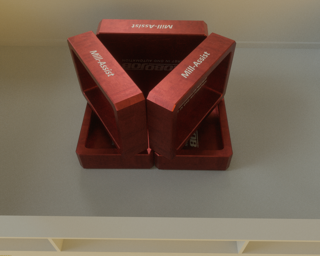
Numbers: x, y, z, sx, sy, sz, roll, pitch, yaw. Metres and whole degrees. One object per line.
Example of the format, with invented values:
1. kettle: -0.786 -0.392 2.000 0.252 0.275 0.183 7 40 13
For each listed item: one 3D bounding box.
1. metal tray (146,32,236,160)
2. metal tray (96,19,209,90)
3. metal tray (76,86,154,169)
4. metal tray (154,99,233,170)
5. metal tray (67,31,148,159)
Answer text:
1. metal tray: 0.037 -0.037 0.352 0.030 0.090 0.131 29 56 22
2. metal tray: -0.009 -0.090 0.396 0.131 0.090 0.030 1 51 1
3. metal tray: -0.052 -0.009 0.408 0.091 0.030 0.130 0 49 0
4. metal tray: 0.040 -0.007 0.407 0.091 0.030 0.130 1 49 1
5. metal tray: -0.060 -0.039 0.353 0.030 0.090 0.130 -25 55 -19
